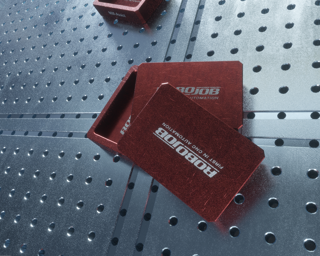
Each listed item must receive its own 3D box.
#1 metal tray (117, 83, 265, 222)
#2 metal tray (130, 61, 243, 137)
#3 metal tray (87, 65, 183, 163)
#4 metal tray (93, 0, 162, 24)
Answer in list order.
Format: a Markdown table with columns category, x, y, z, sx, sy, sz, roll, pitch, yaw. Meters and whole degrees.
| category | x | y | z | sx | sy | sz | roll | pitch | yaw |
| --- | --- | --- | --- | --- | --- | --- | --- | --- | --- |
| metal tray | 0.031 | 0.024 | 0.333 | 0.130 | 0.030 | 0.090 | 37 | 92 | 13 |
| metal tray | 0.034 | -0.036 | 0.383 | 0.130 | 0.030 | 0.090 | 1 | 68 | 12 |
| metal tray | -0.033 | -0.023 | 0.437 | 0.090 | 0.030 | 0.130 | 20 | 72 | 35 |
| metal tray | -0.056 | -0.249 | 0.588 | 0.130 | 0.030 | 0.090 | 25 | 75 | 36 |
